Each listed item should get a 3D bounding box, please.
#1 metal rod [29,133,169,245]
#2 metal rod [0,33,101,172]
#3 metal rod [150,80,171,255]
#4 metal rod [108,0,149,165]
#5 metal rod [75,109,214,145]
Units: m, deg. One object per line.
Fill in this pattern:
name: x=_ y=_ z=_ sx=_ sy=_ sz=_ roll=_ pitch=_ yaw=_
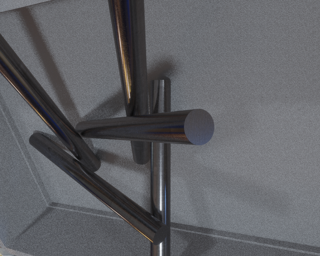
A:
metal rod: x=-0.106 y=0.070 z=0.440 sx=0.300 sy=0.025 sz=0.025 roll=25 pitch=130 yaw=38
metal rod: x=-0.142 y=-0.024 z=0.386 sx=0.025 sy=0.025 sz=0.299 roll=10 pitch=149 yaw=22
metal rod: x=0.000 y=0.092 z=0.382 sx=0.025 sy=0.025 sz=0.298 roll=1 pitch=93 yaw=27
metal rod: x=-0.025 y=-0.032 z=0.320 sx=0.025 sy=0.025 sz=0.299 roll=25 pitch=153 yaw=13
metal rod: x=-0.045 y=0.001 z=0.341 sx=0.025 sy=0.025 sz=0.299 roll=60 pitch=155 yaw=-15
